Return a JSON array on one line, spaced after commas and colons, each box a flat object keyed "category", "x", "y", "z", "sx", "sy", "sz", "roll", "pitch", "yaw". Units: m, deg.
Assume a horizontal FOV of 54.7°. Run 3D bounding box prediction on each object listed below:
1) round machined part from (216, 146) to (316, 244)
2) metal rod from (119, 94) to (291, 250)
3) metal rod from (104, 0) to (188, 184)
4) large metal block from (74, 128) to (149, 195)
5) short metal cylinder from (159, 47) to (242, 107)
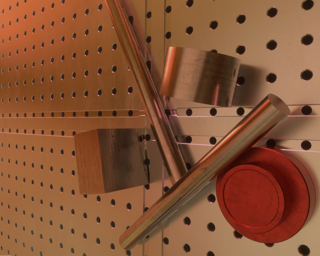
[{"category": "round machined part", "x": 0.100, "y": 0.068, "z": 0.315, "sx": 0.098, "sy": 0.042, "sz": 0.097, "roll": 0, "pitch": 90, "yaw": 39}, {"category": "metal rod", "x": 0.028, "y": 0.072, "z": 0.358, "sx": 0.298, "sy": 0.025, "sz": 0.025, "roll": -51, "pitch": 60, "yaw": 37}, {"category": "metal rod", "x": -0.023, "y": -0.065, "z": 0.426, "sx": 0.025, "sy": 0.025, "sz": 0.299, "roll": -32, "pitch": 70, "yaw": 35}, {"category": "large metal block", "x": -0.065, "y": 0.044, "z": 0.425, "sx": 0.050, "sy": 0.081, "sz": 0.080, "roll": -13, "pitch": 82, "yaw": 39}, {"category": "short metal cylinder", "x": 0.043, "y": -0.055, "z": 0.337, "sx": 0.080, "sy": 0.081, "sz": 0.050, "roll": 18, "pitch": 101, "yaw": 38}]
